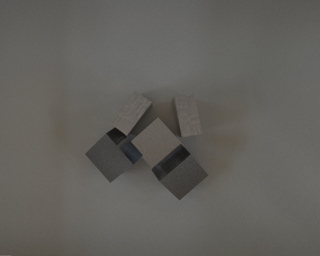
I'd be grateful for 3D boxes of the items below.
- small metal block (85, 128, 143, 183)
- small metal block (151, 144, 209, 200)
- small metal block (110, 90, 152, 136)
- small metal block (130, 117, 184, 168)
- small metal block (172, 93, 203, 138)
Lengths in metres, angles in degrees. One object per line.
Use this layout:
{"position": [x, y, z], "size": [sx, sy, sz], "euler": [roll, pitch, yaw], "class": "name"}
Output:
{"position": [-0.060, 0.034, 0.398], "size": [0.050, 0.025, 0.050], "euler": [49, 123, -1], "class": "small metal block"}
{"position": [0.026, 0.057, 0.397], "size": [0.050, 0.025, 0.050], "euler": [-41, 127, -1], "class": "small metal block"}
{"position": [-0.035, -0.018, 0.396], "size": [0.025, 0.050, 0.050], "euler": [37, 90, 0], "class": "small metal block"}
{"position": [-0.004, 0.021, 0.409], "size": [0.050, 0.025, 0.050], "euler": [-42, 91, 0], "class": "small metal block"}
{"position": [0.033, -0.015, 0.397], "size": [0.025, 0.050, 0.050], "euler": [-11, 90, -1], "class": "small metal block"}
